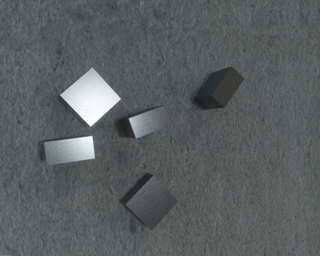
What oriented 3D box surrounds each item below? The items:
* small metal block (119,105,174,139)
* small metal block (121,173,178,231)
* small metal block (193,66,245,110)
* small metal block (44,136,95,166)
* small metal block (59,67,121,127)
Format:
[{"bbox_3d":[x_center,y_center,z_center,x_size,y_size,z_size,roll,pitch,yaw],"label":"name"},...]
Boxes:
[{"bbox_3d":[-0.018,-0.008,0.390,0.050,0.050,0.025,-21,98,-19],"label":"small metal block"},{"bbox_3d":[-0.014,0.095,0.405,0.050,0.025,0.050,-45,104,-15],"label":"small metal block"},{"bbox_3d":[0.080,-0.054,0.427,0.025,0.050,0.050,40,77,-16],"label":"small metal block"},{"bbox_3d":[-0.106,0.024,0.357,0.050,0.050,0.025,-7,93,-20],"label":"small metal block"},{"bbox_3d":[-0.085,-0.037,0.378,0.050,0.025,0.050,-45,105,-15],"label":"small metal block"}]
